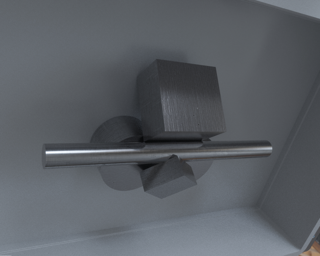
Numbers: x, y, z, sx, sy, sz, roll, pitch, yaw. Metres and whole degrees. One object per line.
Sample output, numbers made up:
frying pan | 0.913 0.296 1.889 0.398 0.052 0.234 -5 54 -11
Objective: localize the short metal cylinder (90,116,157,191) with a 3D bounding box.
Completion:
short metal cylinder | -0.042 0.032 0.389 0.081 0.050 0.079 -14 125 -21

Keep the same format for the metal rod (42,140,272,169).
metal rod | 0.020 0.029 0.372 0.303 0.025 0.025 1 118 -29

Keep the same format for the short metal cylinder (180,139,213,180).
short metal cylinder | 0.028 0.033 0.429 0.081 0.050 0.079 -14 125 -21

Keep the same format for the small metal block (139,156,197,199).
small metal block | 0.011 0.061 0.373 0.050 0.025 0.050 -25 151 13

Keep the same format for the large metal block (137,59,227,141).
large metal block | 0.024 -0.028 0.361 0.081 0.050 0.080 1 75 -29
